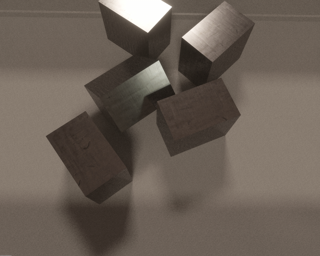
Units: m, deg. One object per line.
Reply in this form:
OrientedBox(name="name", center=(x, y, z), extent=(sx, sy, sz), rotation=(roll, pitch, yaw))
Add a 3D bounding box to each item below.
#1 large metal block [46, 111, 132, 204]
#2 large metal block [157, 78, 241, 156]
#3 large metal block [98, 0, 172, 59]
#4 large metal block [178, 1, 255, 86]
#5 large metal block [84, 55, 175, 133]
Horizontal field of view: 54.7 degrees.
OrientedBox(name="large metal block", center=(-0.079, 0.038, 0.365), extent=(0.050, 0.080, 0.080), rotation=(-35, 74, -12))
OrientedBox(name="large metal block", center=(0.043, -0.010, 0.384), extent=(0.080, 0.080, 0.050), rotation=(-21, 74, -8))
OrientedBox(name="large metal block", center=(-0.032, -0.145, 0.433), extent=(0.080, 0.080, 0.050), rotation=(35, 74, 11))
OrientedBox(name="large metal block", center=(0.073, -0.108, 0.421), extent=(0.050, 0.080, 0.080), rotation=(43, 75, 14))
OrientedBox(name="large metal block", center=(-0.040, -0.047, 0.391), extent=(0.080, 0.080, 0.050), rotation=(-35, 118, -12))
